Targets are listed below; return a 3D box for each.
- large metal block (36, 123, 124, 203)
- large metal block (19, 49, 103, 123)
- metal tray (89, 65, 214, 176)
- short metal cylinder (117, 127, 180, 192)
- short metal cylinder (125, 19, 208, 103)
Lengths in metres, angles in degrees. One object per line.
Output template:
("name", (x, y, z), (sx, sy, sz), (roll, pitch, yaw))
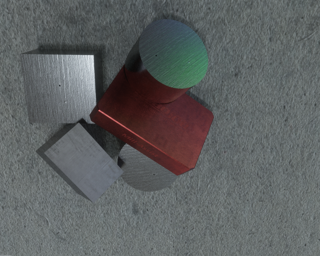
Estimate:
("large metal block", (-0.103, 0.042, 0.389), (0.050, 0.080, 0.080), (-46, 108, -22))
("large metal block", (-0.114, -0.052, 0.375), (0.081, 0.050, 0.079), (1, 110, -1))
("metal tray", (-0.005, -0.014, 0.372), (0.130, 0.090, 0.030), (34, 146, -12))
("short metal cylinder", (-0.013, 0.037, 0.412), (0.081, 0.050, 0.079), (0, 110, 0))
("short metal cylinder", (0.006, -0.073, 0.350), (0.081, 0.050, 0.080), (6, 74, -22))
